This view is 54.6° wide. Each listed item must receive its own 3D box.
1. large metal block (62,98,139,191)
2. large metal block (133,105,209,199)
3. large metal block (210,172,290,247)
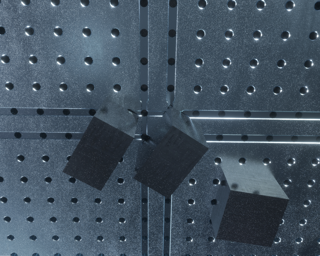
[{"bbox_3d":[-0.071,0.017,0.390,0.050,0.080,0.080,30,107,-10],"label":"large metal block"},{"bbox_3d":[0.012,0.027,0.394,0.050,0.080,0.080,33,107,-11],"label":"large metal block"},{"bbox_3d":[0.124,0.116,0.443,0.080,0.050,0.079,10,110,-4],"label":"large metal block"}]
